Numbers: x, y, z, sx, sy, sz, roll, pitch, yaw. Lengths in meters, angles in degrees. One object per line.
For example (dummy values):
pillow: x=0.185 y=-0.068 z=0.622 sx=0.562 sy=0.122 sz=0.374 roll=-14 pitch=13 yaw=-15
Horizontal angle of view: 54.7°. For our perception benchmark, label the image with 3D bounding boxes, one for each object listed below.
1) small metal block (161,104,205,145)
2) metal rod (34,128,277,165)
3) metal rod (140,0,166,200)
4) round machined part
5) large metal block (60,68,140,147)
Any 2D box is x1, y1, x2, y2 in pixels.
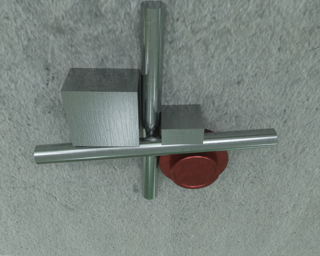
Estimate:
small metal block: x=0.027 y=-0.005 z=0.388 sx=0.050 sy=0.050 sz=0.025 roll=-1 pitch=130 yaw=0
metal rod: x=-0.003 y=0.023 z=0.396 sx=0.302 sy=0.025 sz=0.025 roll=-4 pitch=130 yaw=-3
metal rod: x=-0.012 y=-0.008 z=0.401 sx=0.025 sy=0.025 sz=0.298 roll=1 pitch=130 yaw=-2
round machined part: x=0.048 y=0.050 z=0.440 sx=0.099 sy=0.042 sz=0.097 roll=-1 pitch=130 yaw=0
large metal block: x=-0.065 y=-0.024 z=0.370 sx=0.081 sy=0.050 sz=0.079 roll=1 pitch=130 yaw=-1
